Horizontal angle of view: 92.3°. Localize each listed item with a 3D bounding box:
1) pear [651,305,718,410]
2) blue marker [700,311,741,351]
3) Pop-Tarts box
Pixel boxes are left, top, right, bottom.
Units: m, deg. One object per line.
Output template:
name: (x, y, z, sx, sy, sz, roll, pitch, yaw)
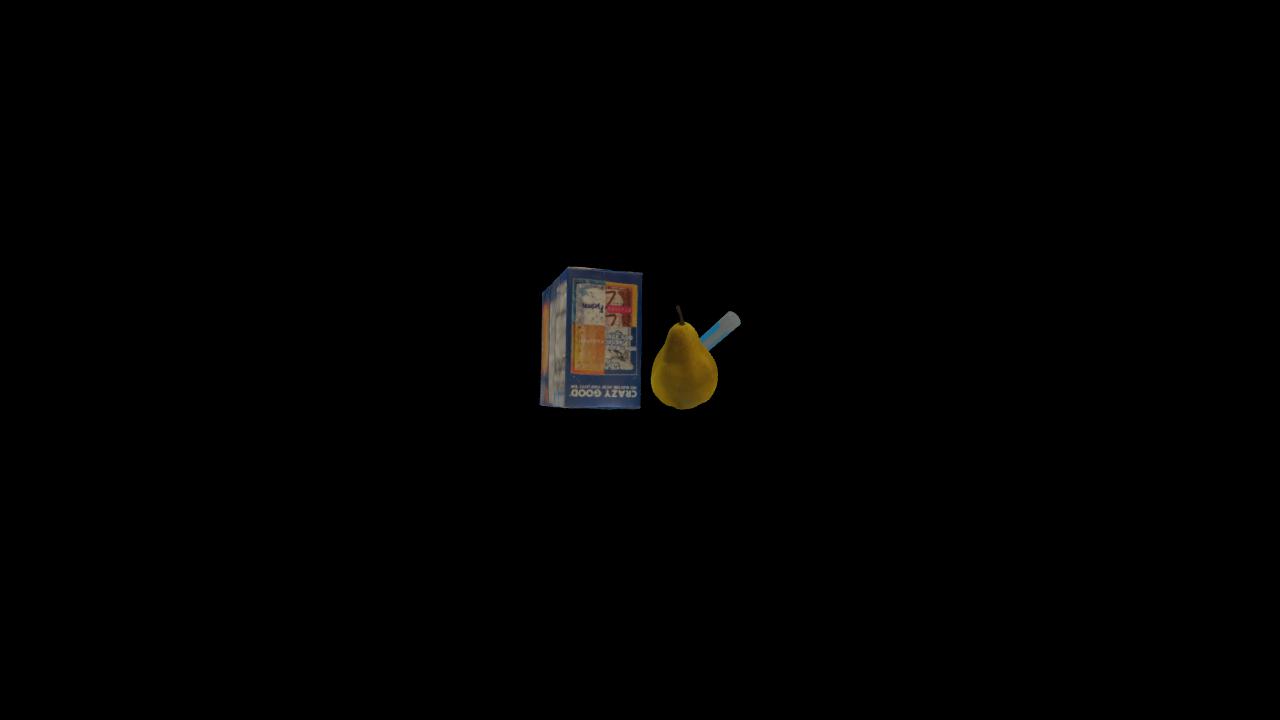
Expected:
pear: (0.048, -0.002, 0.658, 0.080, 0.111, 0.080, -1, 41, 1)
blue marker: (0.065, -0.011, 0.685, 0.020, 0.020, 0.121, 0, -33, -44)
Pop-Tarts box: (-0.059, -0.017, 0.684, 0.083, 0.141, 0.167, 2, -4, -17)
